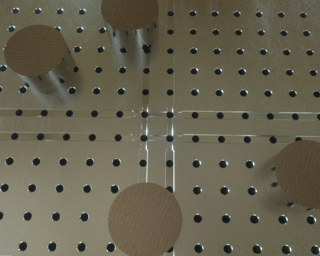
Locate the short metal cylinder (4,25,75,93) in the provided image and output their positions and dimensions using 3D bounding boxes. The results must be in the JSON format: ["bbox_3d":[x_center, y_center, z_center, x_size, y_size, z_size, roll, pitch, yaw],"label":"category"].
[{"bbox_3d":[-0.165,-0.095,0.432,0.081,0.050,0.080,0,70,0],"label":"short metal cylinder"}]

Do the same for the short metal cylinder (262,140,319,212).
[{"bbox_3d":[0.173,0.060,0.378,0.081,0.050,0.080,0,70,0],"label":"short metal cylinder"}]

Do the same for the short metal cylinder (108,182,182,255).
[{"bbox_3d":[-0.016,0.107,0.359,0.081,0.050,0.080,0,70,0],"label":"short metal cylinder"}]

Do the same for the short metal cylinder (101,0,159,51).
[{"bbox_3d":[-0.042,-0.161,0.457,0.081,0.050,0.080,0,70,0],"label":"short metal cylinder"}]
